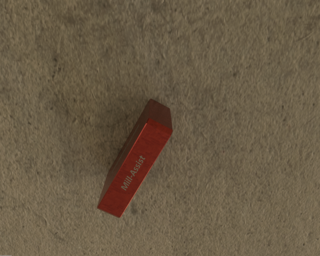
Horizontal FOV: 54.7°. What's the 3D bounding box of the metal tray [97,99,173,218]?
[{"bbox_3d":[-0.031,0.035,0.387,0.030,0.090,0.129,28,108,-10],"label":"metal tray"}]
